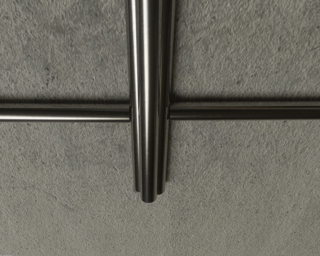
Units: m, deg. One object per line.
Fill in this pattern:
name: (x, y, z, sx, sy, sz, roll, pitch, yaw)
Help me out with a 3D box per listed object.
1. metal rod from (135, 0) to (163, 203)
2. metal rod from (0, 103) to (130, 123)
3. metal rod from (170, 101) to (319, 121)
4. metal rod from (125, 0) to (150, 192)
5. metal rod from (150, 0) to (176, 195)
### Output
metal rod: (-0.014, -0.010, 0.374, 0.025, 0.025, 0.298, 1, 130, -1)
metal rod: (-0.189, -0.019, 0.389, 0.302, 0.025, 0.025, 0, 130, -1)
metal rod: (0.163, -0.022, 0.392, 0.302, 0.025, 0.025, 0, 130, -1)
metal rod: (-0.025, -0.022, 0.391, 0.025, 0.025, 0.298, 1, 130, -1)
metal rod: (-0.001, -0.017, 0.395, 0.025, 0.025, 0.298, 1, 130, -1)
